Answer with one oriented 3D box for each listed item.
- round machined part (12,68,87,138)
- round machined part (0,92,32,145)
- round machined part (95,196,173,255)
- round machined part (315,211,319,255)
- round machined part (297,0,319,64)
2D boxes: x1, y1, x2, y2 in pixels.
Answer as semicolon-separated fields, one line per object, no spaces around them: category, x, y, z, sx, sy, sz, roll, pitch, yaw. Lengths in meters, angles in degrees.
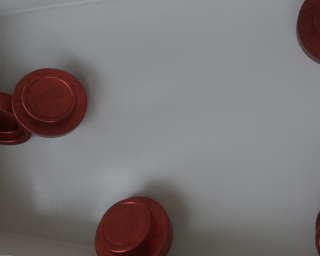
round machined part;-0.151;-0.037;0.428;0.099;0.042;0.098;3;78;-17
round machined part;-0.240;-0.017;0.466;0.098;0.098;0.042;-14;52;19
round machined part;-0.037;0.128;0.386;0.098;0.042;0.098;-12;45;12
round machined part;0.196;0.117;0.303;0.098;0.042;0.097;32;127;56
round machined part;0.200;-0.116;0.331;0.098;0.042;0.097;0;90;20
